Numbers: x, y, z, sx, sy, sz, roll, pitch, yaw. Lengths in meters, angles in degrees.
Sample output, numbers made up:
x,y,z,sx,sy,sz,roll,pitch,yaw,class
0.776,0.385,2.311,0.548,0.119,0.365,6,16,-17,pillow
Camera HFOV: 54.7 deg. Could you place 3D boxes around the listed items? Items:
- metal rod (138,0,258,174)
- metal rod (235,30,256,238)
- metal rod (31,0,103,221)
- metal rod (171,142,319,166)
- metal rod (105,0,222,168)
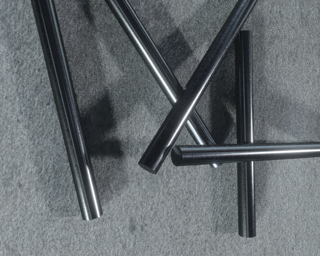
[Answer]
x,y,z,sx,sy,sz,roll,pitch,yaw,class
0.059,-0.073,0.410,0.025,0.025,0.300,38,70,-17,metal rod
0.126,0.009,0.457,0.025,0.025,0.298,-1,91,-20,metal rod
-0.113,-0.037,0.367,0.025,0.025,0.298,-14,95,-20,metal rod
0.151,0.034,0.441,0.303,0.025,0.025,0,90,-30,metal rod
0.003,-0.073,0.410,0.025,0.025,0.299,-37,102,-16,metal rod
